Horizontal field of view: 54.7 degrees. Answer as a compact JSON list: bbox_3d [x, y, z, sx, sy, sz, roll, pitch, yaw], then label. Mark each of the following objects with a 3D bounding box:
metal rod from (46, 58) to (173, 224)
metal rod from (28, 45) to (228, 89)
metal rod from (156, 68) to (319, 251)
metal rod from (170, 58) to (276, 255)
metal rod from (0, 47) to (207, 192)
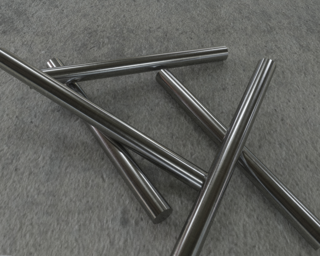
[{"bbox_3d":[-0.081,-0.003,0.404,0.025,0.025,0.300,-27,55,-21],"label":"metal rod"},{"bbox_3d":[-0.035,-0.094,0.461,0.302,0.025,0.025,-12,51,-18],"label":"metal rod"},{"bbox_3d":[0.084,0.017,0.389,0.025,0.025,0.300,-26,55,-20],"label":"metal rod"},{"bbox_3d":[0.077,0.031,0.349,0.025,0.025,0.300,22,62,17],"label":"metal rod"},{"bbox_3d":[-0.078,-0.015,0.374,0.301,0.025,0.025,31,56,8],"label":"metal rod"}]
